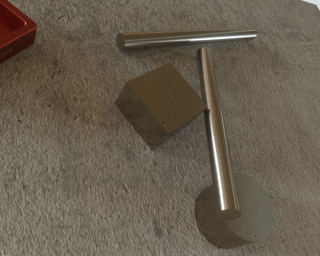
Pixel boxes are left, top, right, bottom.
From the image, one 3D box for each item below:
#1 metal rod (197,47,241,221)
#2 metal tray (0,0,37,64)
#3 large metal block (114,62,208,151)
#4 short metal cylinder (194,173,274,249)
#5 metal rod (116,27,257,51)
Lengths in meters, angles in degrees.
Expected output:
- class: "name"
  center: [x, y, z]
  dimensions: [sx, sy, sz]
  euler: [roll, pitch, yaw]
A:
- class: "metal rod"
  center: [0.072, -0.019, 0.419]
  dimensions: [0.025, 0.025, 0.300]
  euler: [19, 43, -18]
- class: "metal tray"
  center: [-0.219, -0.106, 0.347]
  dimensions: [0.090, 0.030, 0.131]
  euler: [39, 51, -2]
- class: "large metal block"
  center: [0.002, -0.030, 0.409]
  dimensions: [0.081, 0.050, 0.080]
  euler: [-33, 80, -38]
- class: "short metal cylinder"
  center: [0.090, 0.101, 0.376]
  dimensions: [0.081, 0.050, 0.080]
  euler: [14, 56, -21]
- class: "metal rod"
  center: [0.063, -0.157, 0.535]
  dimensions: [0.303, 0.025, 0.025]
  euler: [-15, 70, -34]
